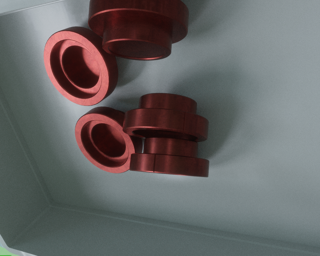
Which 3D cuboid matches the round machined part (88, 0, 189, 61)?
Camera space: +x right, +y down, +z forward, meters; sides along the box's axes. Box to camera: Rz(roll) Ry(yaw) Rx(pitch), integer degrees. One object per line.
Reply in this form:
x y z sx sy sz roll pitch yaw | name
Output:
-0.022 -0.097 0.309 0.098 0.098 0.042 2 87 27 | round machined part

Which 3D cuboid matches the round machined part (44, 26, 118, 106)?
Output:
-0.096 -0.081 0.398 0.098 0.042 0.097 13 124 21 | round machined part

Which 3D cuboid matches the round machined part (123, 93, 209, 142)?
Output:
0.008 -0.012 0.363 0.098 0.098 0.042 0 79 28 | round machined part

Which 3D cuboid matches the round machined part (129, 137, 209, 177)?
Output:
0.013 0.037 0.390 0.098 0.098 0.042 0 80 28 | round machined part

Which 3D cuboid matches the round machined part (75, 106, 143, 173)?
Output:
-0.068 0.013 0.441 0.098 0.042 0.097 13 124 21 | round machined part
